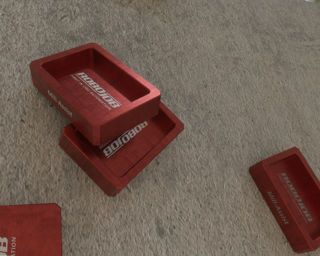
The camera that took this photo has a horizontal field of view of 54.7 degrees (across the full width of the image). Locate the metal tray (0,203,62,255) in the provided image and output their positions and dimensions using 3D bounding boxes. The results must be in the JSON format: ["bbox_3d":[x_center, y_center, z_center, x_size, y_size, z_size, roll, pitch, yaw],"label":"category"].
[{"bbox_3d":[-0.128,0.131,0.251,0.091,0.030,0.130,4,60,-26],"label":"metal tray"}]

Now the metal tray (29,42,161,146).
[{"bbox_3d":[-0.074,-0.046,0.354,0.091,0.030,0.130,-30,57,-34],"label":"metal tray"}]

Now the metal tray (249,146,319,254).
[{"bbox_3d":[0.196,0.098,0.445,0.091,0.030,0.130,-14,69,-34],"label":"metal tray"}]

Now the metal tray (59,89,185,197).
[{"bbox_3d":[-0.041,0.007,0.373,0.090,0.030,0.131,45,51,3],"label":"metal tray"}]
